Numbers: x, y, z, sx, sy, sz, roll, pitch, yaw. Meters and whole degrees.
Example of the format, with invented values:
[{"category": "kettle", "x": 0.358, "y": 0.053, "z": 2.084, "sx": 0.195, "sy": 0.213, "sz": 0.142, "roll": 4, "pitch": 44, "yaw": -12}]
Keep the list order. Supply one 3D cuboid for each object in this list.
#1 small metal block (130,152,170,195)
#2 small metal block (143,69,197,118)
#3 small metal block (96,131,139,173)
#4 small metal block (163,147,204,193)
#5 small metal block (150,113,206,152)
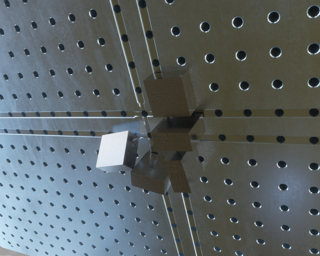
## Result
[{"category": "small metal block", "x": -0.007, "y": 0.063, "z": 0.438, "sx": 0.050, "sy": 0.050, "sz": 0.025, "roll": 12, "pitch": 124, "yaw": 21}, {"category": "small metal block", "x": 0.013, "y": -0.041, "z": 0.379, "sx": 0.050, "sy": 0.025, "sz": 0.050, "roll": -1, "pitch": 118, "yaw": 29}, {"category": "small metal block", "x": -0.061, "y": 0.035, "z": 0.446, "sx": 0.050, "sy": 0.050, "sz": 0.025, "roll": -10, "pitch": 151, "yaw": 32}, {"category": "small metal block", "x": 0.032, "y": 0.050, "z": 0.409, "sx": 0.025, "sy": 0.050, "sz": 0.050, "roll": -4, "pitch": 116, "yaw": 30}, {"category": "small metal block", "x": 0.024, "y": 0.005, "z": 0.386, "sx": 0.050, "sy": 0.050, "sz": 0.025, "roll": 0, "pitch": 118, "yaw": 28}]
